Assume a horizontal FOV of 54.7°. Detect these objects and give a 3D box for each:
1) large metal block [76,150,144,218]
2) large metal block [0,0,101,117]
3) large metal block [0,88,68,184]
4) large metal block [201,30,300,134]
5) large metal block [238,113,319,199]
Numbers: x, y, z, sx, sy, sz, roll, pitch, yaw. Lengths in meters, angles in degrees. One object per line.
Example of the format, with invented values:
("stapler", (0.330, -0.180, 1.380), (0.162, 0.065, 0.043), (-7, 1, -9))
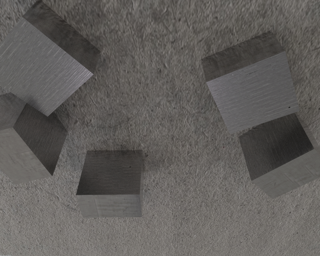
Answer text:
("large metal block", (-0.065, 0.077, 0.436), (0.080, 0.080, 0.050), (-1, 130, 0))
("large metal block", (-0.124, -0.072, 0.329), (0.080, 0.050, 0.080), (-35, 122, 26))
("large metal block", (-0.163, 0.008, 0.376), (0.050, 0.080, 0.080), (-13, 129, 11))
("large metal block", (0.101, -0.049, 0.350), (0.080, 0.050, 0.080), (-20, 128, 16))
("large metal block", (0.157, 0.032, 0.399), (0.080, 0.080, 0.050), (-35, 122, 26))
